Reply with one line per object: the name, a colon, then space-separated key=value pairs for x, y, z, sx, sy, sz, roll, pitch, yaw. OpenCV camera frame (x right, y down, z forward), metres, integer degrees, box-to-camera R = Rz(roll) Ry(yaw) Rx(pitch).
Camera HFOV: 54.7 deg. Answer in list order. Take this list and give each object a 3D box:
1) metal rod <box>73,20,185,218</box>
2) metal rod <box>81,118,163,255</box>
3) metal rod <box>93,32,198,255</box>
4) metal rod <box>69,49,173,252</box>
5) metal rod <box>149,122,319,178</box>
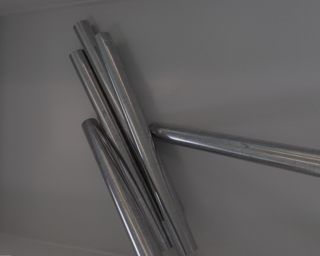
metal rod: x=-0.046 y=-0.018 z=0.426 sx=0.025 sy=0.025 sz=0.299 roll=-30 pitch=80 yaw=17
metal rod: x=-0.036 y=0.093 z=0.356 sx=0.025 sy=0.025 sz=0.300 roll=-45 pitch=50 yaw=14
metal rod: x=-0.023 y=0.012 z=0.395 sx=0.025 sy=0.025 sz=0.299 roll=-26 pitch=79 yaw=18
metal rod: x=-0.055 y=0.024 z=0.429 sx=0.025 sy=0.025 sz=0.299 roll=-30 pitch=81 yaw=17
metal rod: x=0.102 y=0.024 z=0.315 sx=0.300 sy=0.025 sz=0.025 roll=11 pitch=94 yaw=42
